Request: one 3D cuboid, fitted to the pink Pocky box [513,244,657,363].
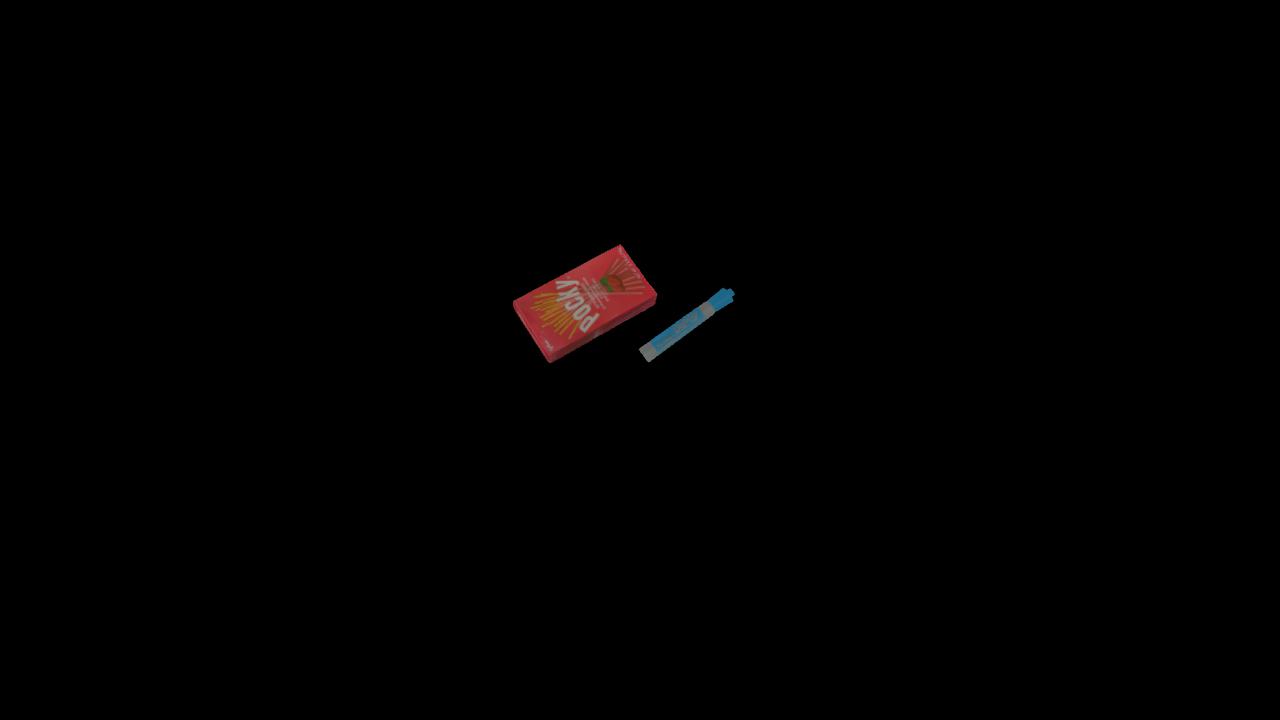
[{"bbox_3d":[-0.065,-0.069,0.740,0.155,0.084,0.029,-30,-15,-15],"label":"pink Pocky box"}]

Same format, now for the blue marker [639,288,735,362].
[{"bbox_3d":[0.052,-0.040,0.674,0.121,0.020,0.020,-36,-1,1],"label":"blue marker"}]
